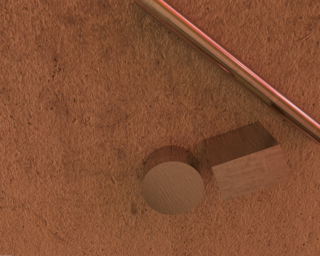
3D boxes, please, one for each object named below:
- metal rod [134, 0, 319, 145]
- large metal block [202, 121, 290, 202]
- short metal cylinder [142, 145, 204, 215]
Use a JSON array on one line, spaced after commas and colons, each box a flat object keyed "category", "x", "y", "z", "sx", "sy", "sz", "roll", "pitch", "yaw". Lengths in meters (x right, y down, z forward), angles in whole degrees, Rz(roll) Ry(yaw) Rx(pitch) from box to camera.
[{"category": "metal rod", "x": 0.099, "y": -0.070, "z": 0.385, "sx": 0.301, "sy": 0.025, "sz": 0.025, "roll": 34, "pitch": 106, "yaw": -12}, {"category": "large metal block", "x": 0.105, "y": 0.039, "z": 0.397, "sx": 0.080, "sy": 0.080, "sz": 0.050, "roll": -20, "pitch": 109, "yaw": 7}, {"category": "short metal cylinder", "x": 0.016, "y": 0.070, "z": 0.423, "sx": 0.081, "sy": 0.050, "sz": 0.079, "roll": 0, "pitch": 110, "yaw": -1}]
